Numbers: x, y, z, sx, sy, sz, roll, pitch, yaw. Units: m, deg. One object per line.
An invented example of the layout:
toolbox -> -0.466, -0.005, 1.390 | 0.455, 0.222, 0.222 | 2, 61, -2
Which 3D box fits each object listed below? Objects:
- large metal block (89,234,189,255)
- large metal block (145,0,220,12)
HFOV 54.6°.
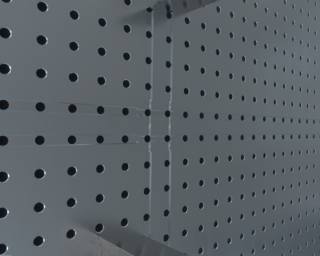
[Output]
large metal block -> -0.026, 0.158, 0.351 | 0.080, 0.080, 0.050 | 20, 78, -38
large metal block -> 0.034, -0.189, 0.401 | 0.081, 0.080, 0.050 | -13, 99, -39
